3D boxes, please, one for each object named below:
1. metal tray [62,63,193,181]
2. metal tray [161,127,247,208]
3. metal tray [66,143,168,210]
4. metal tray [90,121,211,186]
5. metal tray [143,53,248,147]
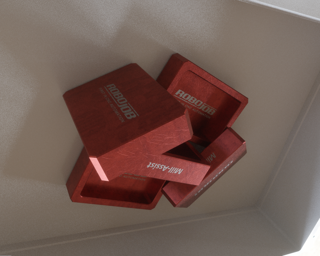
[{"bbox_3d":[-0.038,-0.015,0.308,0.091,0.130,0.030,-26,128,-12],"label":"metal tray"},{"bbox_3d":[0.069,0.062,0.456,0.130,0.030,0.090,-43,158,2],"label":"metal tray"},{"bbox_3d":[-0.046,0.061,0.416,0.131,0.030,0.089,17,109,-35],"label":"metal tray"},{"bbox_3d":[-0.013,0.023,0.371,0.131,0.090,0.030,17,110,-35],"label":"metal tray"},{"bbox_3d":[0.048,-0.030,0.413,0.131,0.030,0.090,23,106,-37],"label":"metal tray"}]
